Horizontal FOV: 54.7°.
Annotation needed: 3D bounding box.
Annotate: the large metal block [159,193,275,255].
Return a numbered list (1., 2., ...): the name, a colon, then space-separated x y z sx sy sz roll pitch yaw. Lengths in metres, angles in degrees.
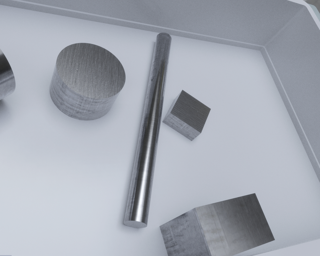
1. large metal block: 0.058 0.113 0.334 0.081 0.080 0.050 -4 64 -31

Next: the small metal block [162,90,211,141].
1. small metal block: 0.038 -0.018 0.439 0.050 0.025 0.050 33 51 -7

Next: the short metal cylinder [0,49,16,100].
1. short metal cylinder: -0.191 -0.055 0.302 0.080 0.080 0.050 43 51 1

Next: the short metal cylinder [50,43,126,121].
1. short metal cylinder: -0.089 -0.056 0.377 0.081 0.050 0.080 14 56 -21

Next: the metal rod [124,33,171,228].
1. metal rod: -0.010 -0.020 0.414 0.025 0.025 0.300 20 54 -17
